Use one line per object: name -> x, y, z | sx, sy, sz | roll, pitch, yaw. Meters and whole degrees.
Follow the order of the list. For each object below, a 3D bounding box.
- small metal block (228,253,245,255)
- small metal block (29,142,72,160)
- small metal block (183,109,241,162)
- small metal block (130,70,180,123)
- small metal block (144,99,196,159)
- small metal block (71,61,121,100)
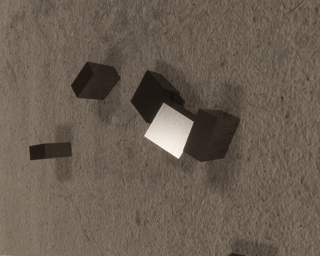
small metal block -> 0.094, 0.166, 0.326 | 0.050, 0.025, 0.050 | -4, 87, 39
small metal block -> -0.192, 0.041, 0.544 | 0.050, 0.050, 0.025 | -10, 84, 39
small metal block -> 0.057, 0.007, 0.340 | 0.025, 0.050, 0.050 | 31, 109, 35
small metal block -> -0.007, -0.040, 0.403 | 0.050, 0.025, 0.050 | -59, 44, 23
small metal block -> 0.017, 0.000, 0.377 | 0.050, 0.025, 0.050 | 33, 113, 7
small metal block -> -0.096, -0.069, 0.466 | 0.050, 0.050, 0.025 | -46, 63, 30
